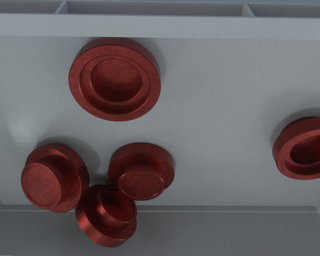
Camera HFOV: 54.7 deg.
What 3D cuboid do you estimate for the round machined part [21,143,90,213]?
[{"bbox_3d":[-0.150,0.073,0.427,0.098,0.042,0.097,5,104,21],"label":"round machined part"}]

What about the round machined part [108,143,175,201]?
[{"bbox_3d":[-0.028,0.071,0.458,0.099,0.042,0.097,0,130,0],"label":"round machined part"}]

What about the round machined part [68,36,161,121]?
[{"bbox_3d":[-0.048,-0.058,0.348,0.099,0.042,0.097,0,130,0],"label":"round machined part"}]

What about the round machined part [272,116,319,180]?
[{"bbox_3d":[0.202,0.023,0.419,0.099,0.042,0.097,0,130,0],"label":"round machined part"}]

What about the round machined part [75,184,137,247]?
[{"bbox_3d":[-0.074,0.124,0.467,0.098,0.098,0.042,32,114,-25],"label":"round machined part"}]
